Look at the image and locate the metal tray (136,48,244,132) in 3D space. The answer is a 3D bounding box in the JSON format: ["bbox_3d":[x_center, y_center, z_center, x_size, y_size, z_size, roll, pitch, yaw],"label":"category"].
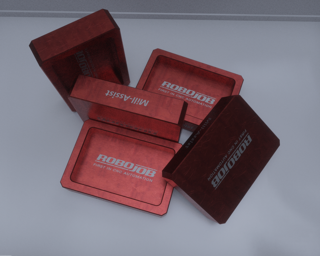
[{"bbox_3d":[0.037,-0.047,0.423,0.131,0.030,0.090,20,71,6],"label":"metal tray"}]

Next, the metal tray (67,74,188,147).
[{"bbox_3d":[-0.036,-0.017,0.378,0.131,0.090,0.030,15,71,5],"label":"metal tray"}]

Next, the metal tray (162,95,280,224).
[{"bbox_3d":[0.076,0.036,0.372,0.090,0.030,0.130,45,74,-15],"label":"metal tray"}]

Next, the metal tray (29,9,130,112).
[{"bbox_3d":[-0.088,-0.075,0.377,0.090,0.130,0.030,-29,73,-10],"label":"metal tray"}]

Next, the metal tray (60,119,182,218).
[{"bbox_3d":[-0.044,0.049,0.385,0.131,0.030,0.090,15,71,5],"label":"metal tray"}]
